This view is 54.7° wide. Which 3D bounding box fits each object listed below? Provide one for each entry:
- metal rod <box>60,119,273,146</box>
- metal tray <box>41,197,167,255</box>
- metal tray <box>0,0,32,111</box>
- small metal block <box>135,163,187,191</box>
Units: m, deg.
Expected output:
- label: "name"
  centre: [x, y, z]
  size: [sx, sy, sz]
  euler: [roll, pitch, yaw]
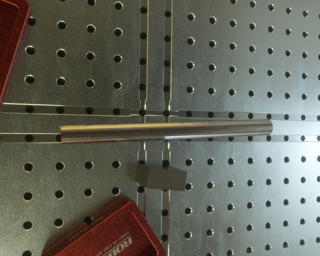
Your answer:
- label: "metal rod"
  centre: [0.023, 0.004, 0.422]
  size: [0.303, 0.025, 0.025]
  euler: [-2, 91, -21]
- label: "metal tray"
  centre: [-0.068, 0.160, 0.385]
  size: [0.131, 0.030, 0.090]
  euler: [-33, 101, -17]
- label: "metal tray"
  centre: [-0.204, -0.089, 0.334]
  size: [0.091, 0.030, 0.129]
  euler: [17, 84, -20]
- label: "small metal block"
  centre: [0.000, 0.063, 0.401]
  size: [0.050, 0.050, 0.025]
  euler: [9, 87, -20]
